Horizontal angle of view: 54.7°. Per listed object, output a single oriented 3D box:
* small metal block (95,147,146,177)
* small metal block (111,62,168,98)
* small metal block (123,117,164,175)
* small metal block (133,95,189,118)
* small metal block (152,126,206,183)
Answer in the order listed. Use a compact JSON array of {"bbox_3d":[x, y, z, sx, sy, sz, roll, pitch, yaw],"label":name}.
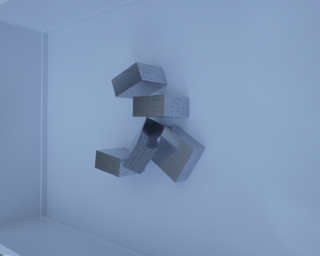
[{"bbox_3d":[-0.055,0.047,0.436,0.050,0.050,0.025,13,100,39],"label":"small metal block"},{"bbox_3d":[-0.027,-0.061,0.413,0.050,0.050,0.025,-27,74,37],"label":"small metal block"},{"bbox_3d":[-0.021,0.023,0.400,0.025,0.050,0.050,27,129,-8],"label":"small metal block"},{"bbox_3d":[0.002,-0.026,0.389,0.050,0.050,0.025,1,90,40],"label":"small metal block"},{"bbox_3d":[0.021,0.032,0.390,0.050,0.025,0.050,41,115,32],"label":"small metal block"}]
